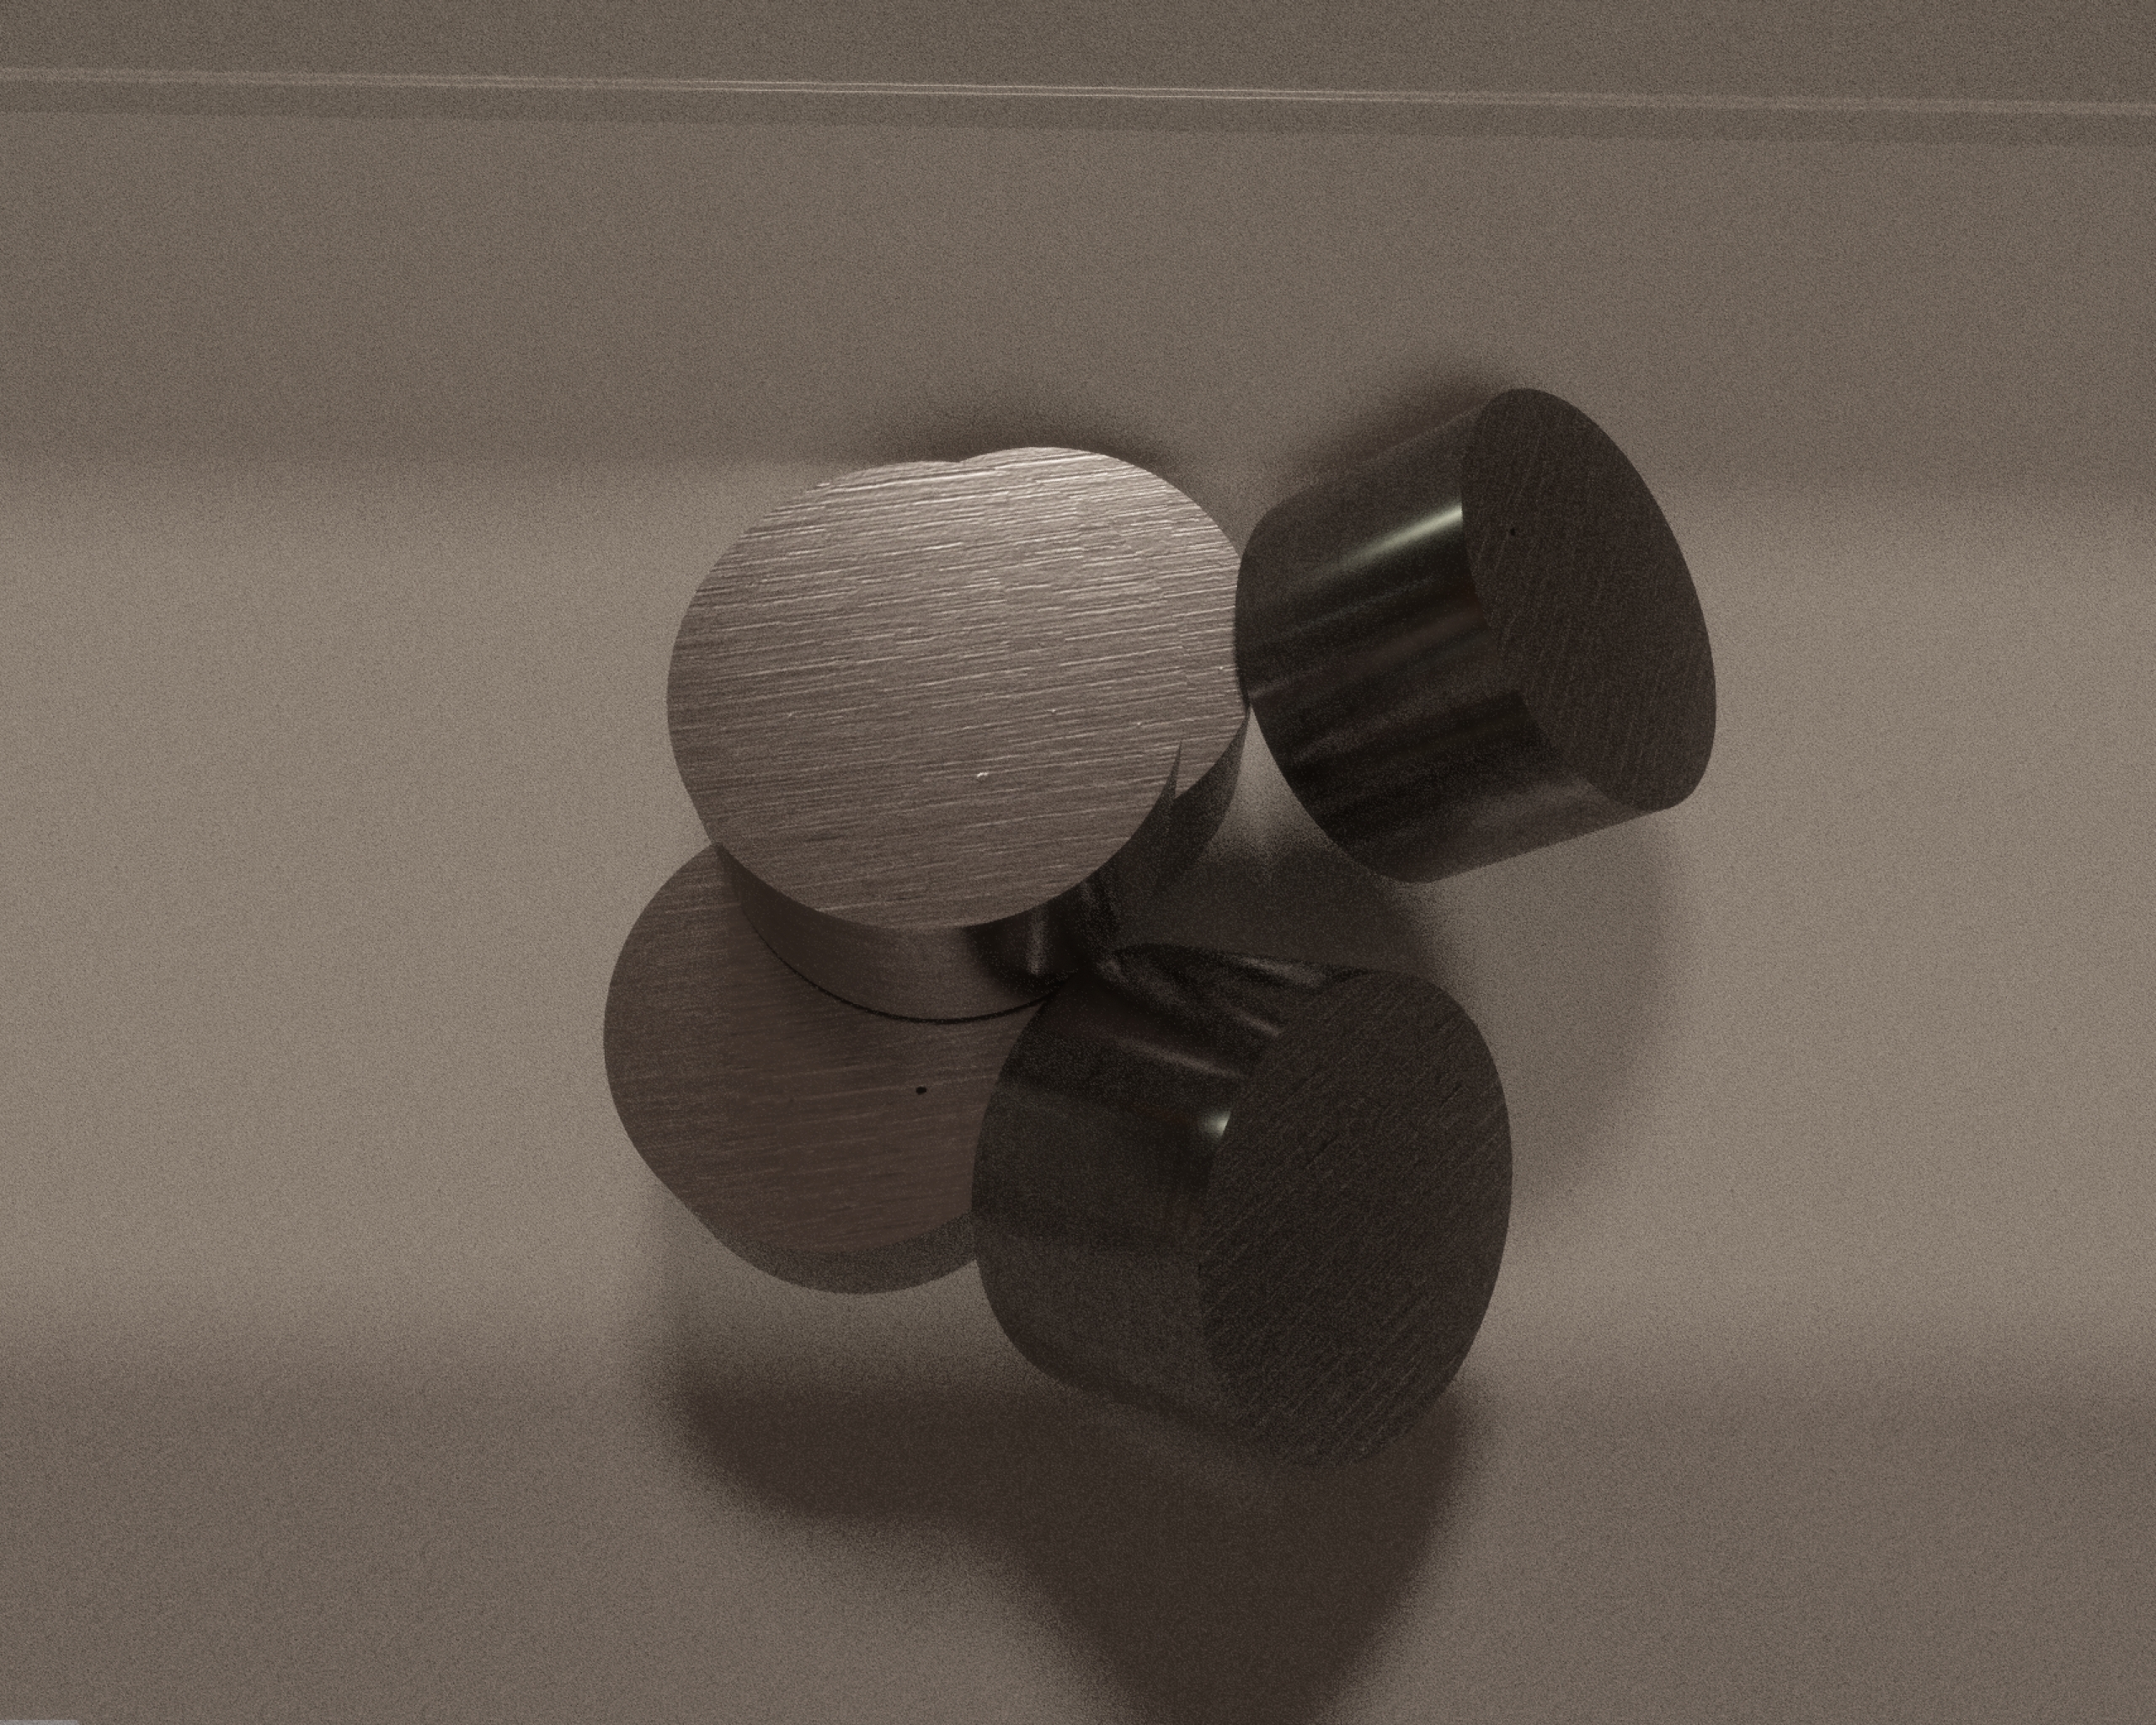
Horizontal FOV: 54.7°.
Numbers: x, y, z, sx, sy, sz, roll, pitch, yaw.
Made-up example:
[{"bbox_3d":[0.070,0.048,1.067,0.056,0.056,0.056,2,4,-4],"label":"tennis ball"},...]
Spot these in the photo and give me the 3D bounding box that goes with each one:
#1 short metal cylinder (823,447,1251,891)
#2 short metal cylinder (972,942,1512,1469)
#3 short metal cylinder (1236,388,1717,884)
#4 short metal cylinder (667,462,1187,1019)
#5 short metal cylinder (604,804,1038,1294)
[{"bbox_3d":[-0.007,-0.033,0.406,0.081,0.050,0.080,0,70,0],"label":"short metal cylinder"},{"bbox_3d":[0.029,0.055,0.352,0.050,0.080,0.080,5,63,45],"label":"short metal cylinder"},{"bbox_3d":[0.075,-0.041,0.389,0.080,0.050,0.080,20,61,-40],"label":"short metal cylinder"},{"bbox_3d":[-0.023,-0.019,0.347,0.081,0.050,0.080,0,70,0],"label":"short metal cylinder"},{"bbox_3d":[-0.041,0.035,0.382,0.081,0.050,0.080,0,70,0],"label":"short metal cylinder"}]
